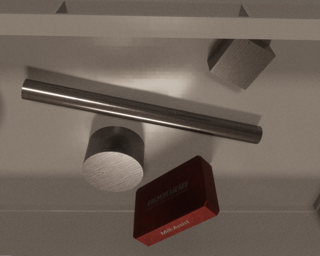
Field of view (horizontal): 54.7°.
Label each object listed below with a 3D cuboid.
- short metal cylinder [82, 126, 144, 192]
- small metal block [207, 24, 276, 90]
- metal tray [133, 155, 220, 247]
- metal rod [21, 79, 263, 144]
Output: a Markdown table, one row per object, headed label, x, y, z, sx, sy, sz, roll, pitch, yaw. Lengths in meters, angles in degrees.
| label | x | y | z | sx | sy | sz | roll | pitch | yaw |
| --- | --- | --- | --- | --- | --- | --- | --- | --- | --- |
| short metal cylinder | -0.063 | 0.044 | 0.429 | 0.081 | 0.050 | 0.079 | 0 | 130 | 0 |
| small metal block | 0.089 | -0.077 | 0.345 | 0.050 | 0.025 | 0.050 | 23 | 126 | -19 |
| metal tray | 0.020 | 0.108 | 0.458 | 0.130 | 0.090 | 0.030 | -33 | 123 | 24 |
| metal rod | -0.014 | -0.018 | 0.393 | 0.302 | 0.025 | 0.025 | 11 | 129 | -10 |
